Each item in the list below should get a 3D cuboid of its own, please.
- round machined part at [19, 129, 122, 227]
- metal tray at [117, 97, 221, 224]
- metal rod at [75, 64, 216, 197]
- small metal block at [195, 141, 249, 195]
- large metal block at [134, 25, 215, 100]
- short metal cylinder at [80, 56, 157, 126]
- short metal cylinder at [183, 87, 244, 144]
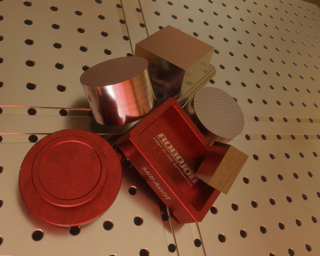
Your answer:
[{"bbox_3d":[-0.087,0.046,0.306,0.099,0.042,0.098,4,68,-10],"label":"round machined part"},{"bbox_3d":[0.021,0.038,0.375,0.130,0.030,0.090,52,51,-7],"label":"metal tray"},{"bbox_3d":[-0.004,-0.013,0.416,0.025,0.025,0.302,44,52,2],"label":"metal rod"},{"bbox_3d":[0.071,0.045,0.365,0.025,0.050,0.050,32,87,-11],"label":"small metal block"},{"bbox_3d":[0.019,-0.097,0.446,0.080,0.050,0.080,32,49,18],"label":"large metal block"},{"bbox_3d":[-0.048,-0.046,0.368,0.080,0.050,0.080,-9,33,6],"label":"short metal cylinder"},{"bbox_3d":[0.070,-0.011,0.435,0.081,0.050,0.080,14,56,-21],"label":"short metal cylinder"}]
